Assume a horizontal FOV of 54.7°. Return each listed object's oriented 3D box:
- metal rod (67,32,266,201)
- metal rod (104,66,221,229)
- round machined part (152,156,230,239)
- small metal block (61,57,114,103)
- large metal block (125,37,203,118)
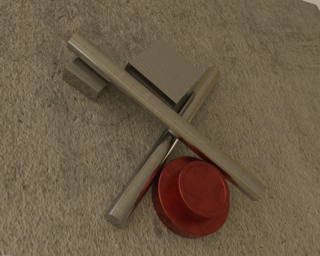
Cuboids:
[{"bbox_3d":[0.009,-0.013,0.387,0.300,0.025,0.025,40,51,-2],"label":"metal rod"},{"bbox_3d":[0.021,0.003,0.418,0.025,0.025,0.301,38,51,-3],"label":"metal rod"},{"bbox_3d":[0.043,0.078,0.371,0.099,0.042,0.098,14,56,-21],"label":"round machined part"},{"bbox_3d":[-0.089,-0.069,0.401,0.050,0.025,0.050,37,51,-4],"label":"small metal block"},{"bbox_3d":[0.000,-0.068,0.434,0.080,0.050,0.080,41,51,-1],"label":"large metal block"}]
